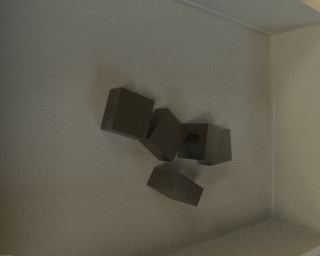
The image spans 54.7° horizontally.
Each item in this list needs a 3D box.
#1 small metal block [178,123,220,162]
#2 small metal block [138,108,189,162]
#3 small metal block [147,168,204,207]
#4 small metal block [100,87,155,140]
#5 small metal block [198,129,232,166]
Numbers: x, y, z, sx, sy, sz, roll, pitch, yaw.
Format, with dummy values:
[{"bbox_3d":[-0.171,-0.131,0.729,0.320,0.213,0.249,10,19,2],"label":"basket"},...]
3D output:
[{"bbox_3d":[0.055,0.020,0.436,0.025,0.050,0.050,13,82,-40],"label":"small metal block"},{"bbox_3d":[0.005,0.009,0.409,0.050,0.025,0.050,46,62,-30],"label":"small metal block"},{"bbox_3d":[0.020,0.077,0.406,0.050,0.050,0.025,38,68,-35],"label":"small metal block"},{"bbox_3d":[-0.038,-0.016,0.373,0.050,0.025,0.050,20,78,-39],"label":"small metal block"},{"bbox_3d":[0.084,0.028,0.477,0.050,0.025,0.050,-7,95,-40],"label":"small metal block"}]
